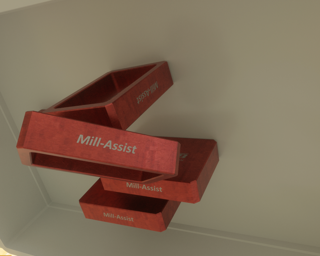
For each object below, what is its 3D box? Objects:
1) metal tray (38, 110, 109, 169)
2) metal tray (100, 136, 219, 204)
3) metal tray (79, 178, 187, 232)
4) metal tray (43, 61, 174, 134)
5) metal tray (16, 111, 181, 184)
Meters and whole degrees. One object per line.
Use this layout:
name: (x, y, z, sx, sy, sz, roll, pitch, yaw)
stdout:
metal tray: (-0.136, 0.018, 0.486, 0.130, 0.030, 0.089, 2, 120, 27)
metal tray: (0.000, 0.047, 0.394, 0.130, 0.090, 0.030, 2, 120, 26)
metal tray: (-0.037, 0.096, 0.443, 0.130, 0.090, 0.030, 1, 119, 27)
metal tray: (-0.052, -0.035, 0.345, 0.090, 0.131, 0.030, -4, 116, 30)
metal tray: (-0.058, 0.024, 0.289, 0.131, 0.030, 0.090, 13, 161, -18)
